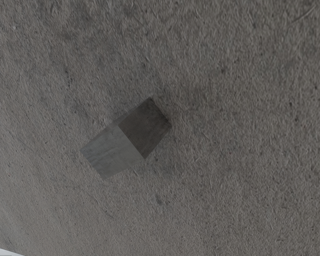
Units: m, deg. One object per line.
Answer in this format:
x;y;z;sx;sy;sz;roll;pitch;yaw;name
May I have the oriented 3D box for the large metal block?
-0.043;0.013;0.402;0.080;0.080;0.050;-30;102;38;large metal block
